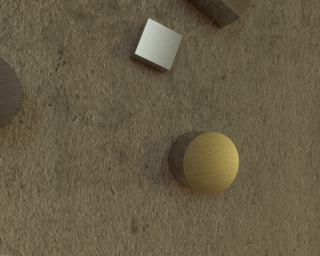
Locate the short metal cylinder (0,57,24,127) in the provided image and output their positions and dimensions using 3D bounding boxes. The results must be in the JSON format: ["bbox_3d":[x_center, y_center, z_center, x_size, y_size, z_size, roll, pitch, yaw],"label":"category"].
[{"bbox_3d":[-0.189,-0.037,0.326,0.081,0.050,0.080,0,90,-20],"label":"short metal cylinder"}]

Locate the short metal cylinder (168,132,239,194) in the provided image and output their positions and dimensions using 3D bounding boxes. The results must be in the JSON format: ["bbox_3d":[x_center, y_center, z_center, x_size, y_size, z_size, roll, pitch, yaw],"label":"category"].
[{"bbox_3d":[0.058,0.044,0.417,0.081,0.050,0.080,0,90,-20],"label":"short metal cylinder"}]

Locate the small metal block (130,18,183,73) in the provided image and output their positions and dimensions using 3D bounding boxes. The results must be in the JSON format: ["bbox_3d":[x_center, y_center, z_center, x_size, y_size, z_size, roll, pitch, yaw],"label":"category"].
[{"bbox_3d":[-0.005,-0.107,0.407,0.050,0.025,0.050,22,83,-19],"label":"small metal block"}]

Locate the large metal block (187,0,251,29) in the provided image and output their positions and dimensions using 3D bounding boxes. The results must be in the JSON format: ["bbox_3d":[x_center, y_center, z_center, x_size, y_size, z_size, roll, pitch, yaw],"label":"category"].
[{"bbox_3d":[0.086,-0.201,0.427,0.080,0.050,0.080,34,79,-17],"label":"large metal block"}]
